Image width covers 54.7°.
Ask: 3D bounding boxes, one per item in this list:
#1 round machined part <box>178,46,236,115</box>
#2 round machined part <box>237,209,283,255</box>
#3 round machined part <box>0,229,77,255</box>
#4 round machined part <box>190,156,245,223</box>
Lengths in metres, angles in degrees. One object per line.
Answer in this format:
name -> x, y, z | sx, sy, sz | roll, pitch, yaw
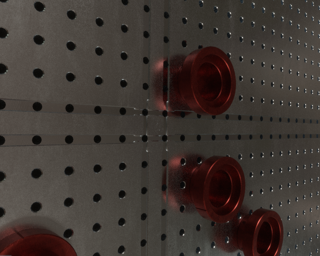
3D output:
round machined part -> 0.065, -0.067, 0.455 | 0.099, 0.042, 0.097 | 0, 90, -40
round machined part -> 0.174, 0.191, 0.548 | 0.099, 0.042, 0.097 | 0, 90, -40
round machined part -> -0.122, 0.151, 0.297 | 0.099, 0.042, 0.097 | 0, 90, -40
round machined part -> 0.083, 0.091, 0.471 | 0.099, 0.042, 0.097 | 0, 90, -40
